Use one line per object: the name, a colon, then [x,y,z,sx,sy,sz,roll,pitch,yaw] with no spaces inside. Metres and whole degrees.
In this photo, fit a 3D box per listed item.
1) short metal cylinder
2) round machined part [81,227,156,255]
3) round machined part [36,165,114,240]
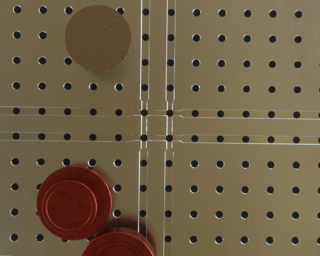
short metal cylinder: [-0.075,-0.109,0.400,0.081,0.050,0.080,0,90,0]
round machined part: [-0.053,0.178,0.404,0.099,0.042,0.097,0,90,0]
round machined part: [-0.112,0.098,0.404,0.099,0.042,0.097,0,90,0]
